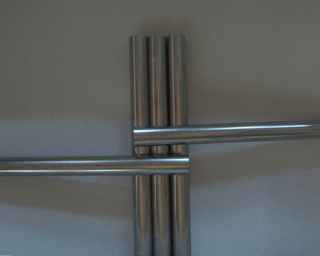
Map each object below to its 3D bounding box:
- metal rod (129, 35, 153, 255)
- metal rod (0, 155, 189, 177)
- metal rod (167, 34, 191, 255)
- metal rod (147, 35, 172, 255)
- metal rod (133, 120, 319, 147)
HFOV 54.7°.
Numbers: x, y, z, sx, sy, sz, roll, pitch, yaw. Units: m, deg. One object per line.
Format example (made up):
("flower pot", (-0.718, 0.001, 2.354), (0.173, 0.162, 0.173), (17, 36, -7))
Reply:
("metal rod", (-0.025, 0.030, 0.410), (0.025, 0.025, 0.298), (-1, 90, -1))
("metal rod", (-0.115, 0.048, 0.393), (0.302, 0.025, 0.025), (-1, 90, 5))
("metal rod", (0.026, 0.028, 0.410), (0.025, 0.025, 0.298), (-1, 90, -1))
("metal rod", (0.000, 0.029, 0.410), (0.025, 0.025, 0.298), (-1, 90, -1))
("metal rod", (0.118, 0.005, 0.394), (0.302, 0.025, 0.025), (-2, 90, -7))
